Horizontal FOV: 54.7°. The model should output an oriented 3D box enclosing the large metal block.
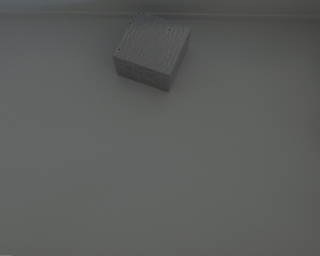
[{"bbox_3d":[-0.010,-0.107,0.435,0.080,0.050,0.080,20,71,7],"label":"large metal block"}]
